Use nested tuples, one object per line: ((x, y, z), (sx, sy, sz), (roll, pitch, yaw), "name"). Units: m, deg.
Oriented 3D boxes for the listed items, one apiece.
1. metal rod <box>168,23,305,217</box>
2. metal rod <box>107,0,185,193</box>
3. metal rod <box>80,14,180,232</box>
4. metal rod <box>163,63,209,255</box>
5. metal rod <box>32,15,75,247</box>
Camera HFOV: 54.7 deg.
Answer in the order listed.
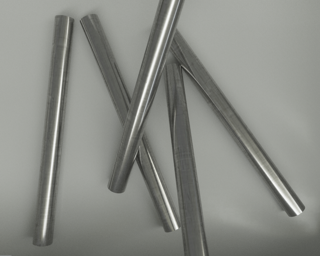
((0.094, -0.011, 0.411), (0.025, 0.025, 0.299), (-36, 90, 0), "metal rod")
((-0.014, -0.050, 0.353), (0.025, 0.025, 0.298), (18, 114, 0), "metal rod")
((-0.038, -0.006, 0.410), (0.025, 0.025, 0.299), (-22, 90, 0), "metal rod")
((0.030, 0.056, 0.350), (0.025, 0.025, 0.299), (-6, 65, 0), "metal rod")
((-0.141, 0.004, 0.410), (0.025, 0.025, 0.298), (6, 90, 0), "metal rod")
